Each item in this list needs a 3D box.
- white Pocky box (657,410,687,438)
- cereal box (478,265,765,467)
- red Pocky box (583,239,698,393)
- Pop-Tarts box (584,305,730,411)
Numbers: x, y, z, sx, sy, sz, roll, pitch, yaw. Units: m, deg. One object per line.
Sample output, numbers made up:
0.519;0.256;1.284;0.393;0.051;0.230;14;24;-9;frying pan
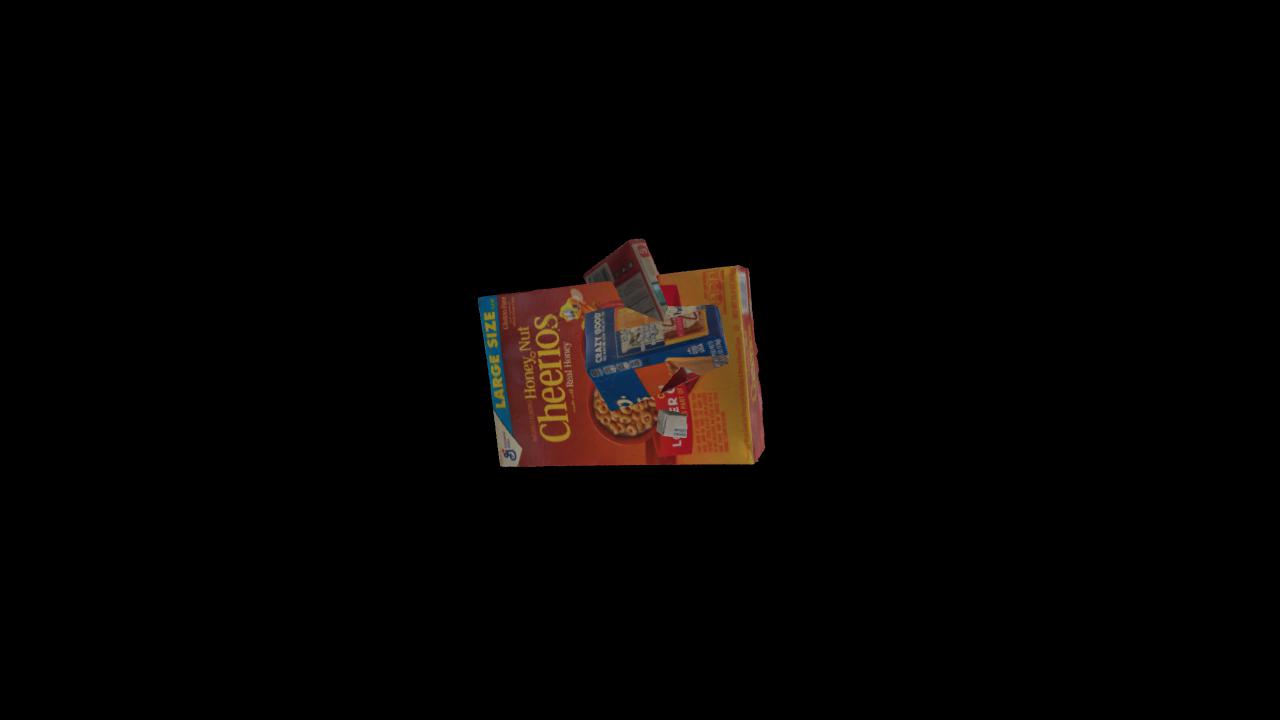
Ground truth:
0.038;0.057;0.699;0.084;0.028;0.154;6;7;-19;white Pocky box
-0.025;0.013;0.684;0.306;0.203;0.081;-4;5;20;cereal box
0.000;-0.038;0.642;0.083;0.155;0.028;-28;-8;42;red Pocky box
0.033;0.015;0.669;0.141;0.083;0.167;-13;-42;10;Pop-Tarts box
